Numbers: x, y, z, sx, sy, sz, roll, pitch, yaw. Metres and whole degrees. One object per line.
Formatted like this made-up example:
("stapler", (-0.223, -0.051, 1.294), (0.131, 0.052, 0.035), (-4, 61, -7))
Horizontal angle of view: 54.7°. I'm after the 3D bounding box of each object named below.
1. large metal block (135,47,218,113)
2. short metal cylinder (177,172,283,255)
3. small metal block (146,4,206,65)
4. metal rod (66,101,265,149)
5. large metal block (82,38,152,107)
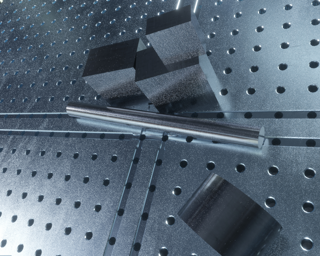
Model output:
("large metal block", (0.023, -0.065, 0.400), (0.080, 0.080, 0.050), (-13, 57, 21))
("short metal cylinder", (0.063, 0.086, 0.287), (0.080, 0.080, 0.050), (35, 82, 38))
("small metal block", (0.019, -0.100, 0.340), (0.050, 0.050, 0.025), (-11, 57, 22))
("metal rod", (-0.014, -0.010, 0.420), (0.300, 0.025, 0.025), (9, 66, 31))
("large metal block", (-0.049, -0.075, 0.443), (0.080, 0.080, 0.050), (-6, 59, 25))
